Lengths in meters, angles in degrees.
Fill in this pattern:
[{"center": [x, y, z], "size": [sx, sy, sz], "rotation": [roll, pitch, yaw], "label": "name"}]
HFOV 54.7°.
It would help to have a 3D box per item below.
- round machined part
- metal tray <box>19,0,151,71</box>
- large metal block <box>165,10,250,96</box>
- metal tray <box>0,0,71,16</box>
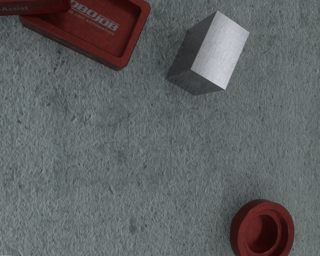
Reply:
[{"center": [0.144, 0.153, 0.455], "size": [0.099, 0.042, 0.097], "rotation": [0, 90, -21], "label": "round machined part"}, {"center": [-0.087, -0.137, 0.374], "size": [0.131, 0.030, 0.090], "rotation": [24, 82, -19], "label": "metal tray"}, {"center": [0.058, -0.092, 0.402], "size": [0.050, 0.080, 0.080], "rotation": [27, 81, -18], "label": "large metal block"}, {"center": [-0.164, -0.166, 0.321], "size": [0.131, 0.030, 0.089], "rotation": [-5, 84, -5], "label": "metal tray"}]
